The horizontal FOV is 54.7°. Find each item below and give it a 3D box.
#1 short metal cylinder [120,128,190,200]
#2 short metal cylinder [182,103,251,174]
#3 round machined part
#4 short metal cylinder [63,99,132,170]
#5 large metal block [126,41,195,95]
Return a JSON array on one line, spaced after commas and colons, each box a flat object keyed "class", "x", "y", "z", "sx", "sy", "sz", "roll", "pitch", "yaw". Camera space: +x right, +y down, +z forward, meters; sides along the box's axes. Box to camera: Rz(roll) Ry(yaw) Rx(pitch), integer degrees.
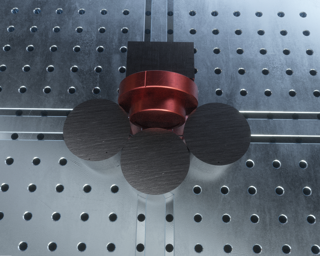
[{"class": "short metal cylinder", "x": -0.005, "y": 0.045, "z": 0.382, "sx": 0.081, "sy": 0.050, "sz": 0.080, "roll": 0, "pitch": 70, "yaw": 0}, {"class": "short metal cylinder", "x": 0.069, "y": 0.014, "z": 0.394, "sx": 0.081, "sy": 0.050, "sz": 0.080, "roll": 0, "pitch": 70, "yaw": 0}, {"class": "round machined part", "x": -0.003, "y": -0.028, "z": 0.381, "sx": 0.099, "sy": 0.098, "sz": 0.042, "roll": 2, "pitch": 70, "yaw": 0}, {"class": "short metal cylinder", "x": -0.076, "y": 0.009, "z": 0.395, "sx": 0.081, "sy": 0.050, "sz": 0.080, "roll": 0, "pitch": 70, "yaw": 0}, {"class": "large metal block", "x": 0.001, "y": -0.069, "z": 0.407, "sx": 0.081, "sy": 0.080, "sz": 0.050, "roll": 1, "pitch": 70, "yaw": 0}]
